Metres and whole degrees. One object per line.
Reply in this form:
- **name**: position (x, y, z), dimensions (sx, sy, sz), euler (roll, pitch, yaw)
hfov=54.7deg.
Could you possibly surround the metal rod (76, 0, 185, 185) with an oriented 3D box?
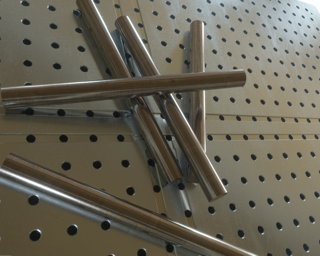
- **metal rod**: position (-0.047, -0.063, 0.422), dimensions (0.025, 0.025, 0.299), euler (-16, 70, -35)

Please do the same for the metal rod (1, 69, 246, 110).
- **metal rod**: position (-0.029, -0.051, 0.385), dimensions (0.303, 0.025, 0.025), euler (-8, 65, -19)

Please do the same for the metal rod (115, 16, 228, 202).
- **metal rod**: position (0.005, -0.041, 0.419), dimensions (0.025, 0.025, 0.299), euler (-11, 62, -33)

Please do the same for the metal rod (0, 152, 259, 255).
- **metal rod**: position (-0.020, 0.099, 0.337), dimensions (0.301, 0.025, 0.025), euler (26, 53, -13)

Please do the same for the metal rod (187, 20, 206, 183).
- **metal rod**: position (0.057, -0.059, 0.476), dimensions (0.025, 0.025, 0.300), euler (17, 55, -19)
